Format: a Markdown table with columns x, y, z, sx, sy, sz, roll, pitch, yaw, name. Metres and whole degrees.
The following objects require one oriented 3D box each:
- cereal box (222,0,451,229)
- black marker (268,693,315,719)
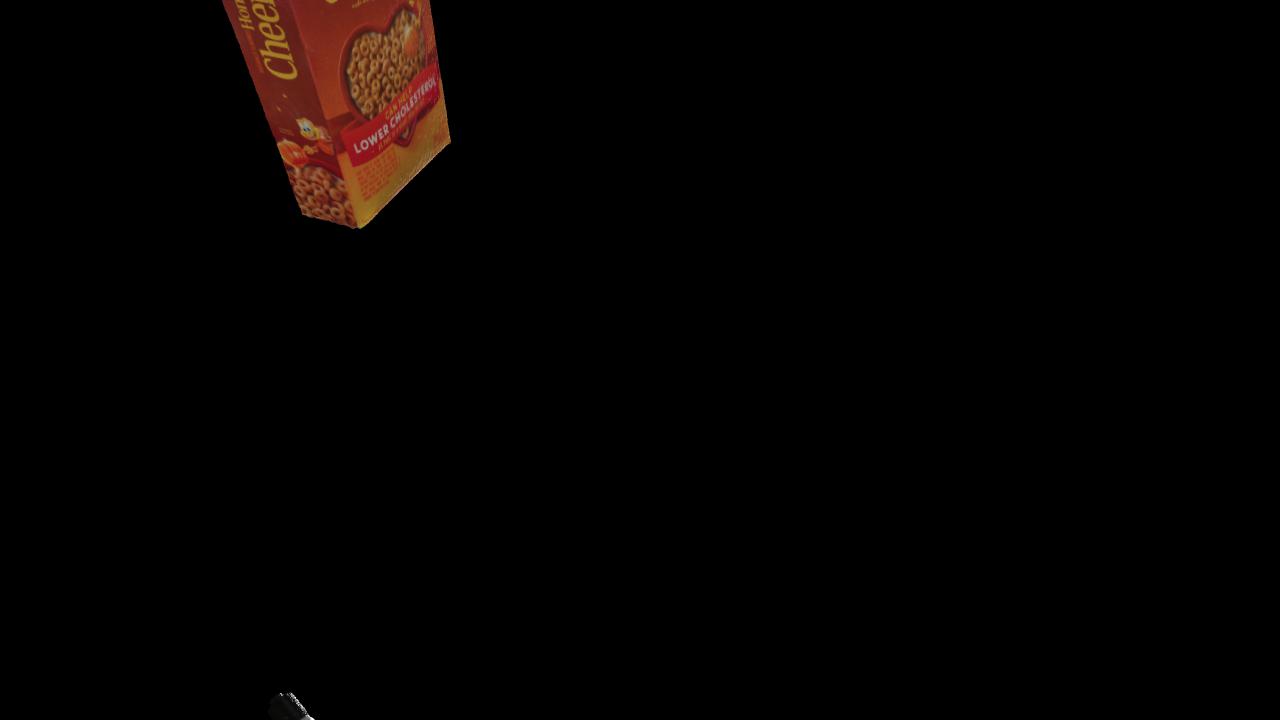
| x | y | z | sx | sy | sz | roll | pitch | yaw | name |
| --- | --- | --- | --- | --- | --- | --- | --- | --- | --- |
| -0.276 | -0.310 | 0.582 | 0.081 | 0.203 | 0.306 | 14 | -43 | 6 | cereal box |
| -0.223 | 0.284 | 0.441 | 0.121 | 0.020 | 0.020 | 35 | 11 | 16 | black marker |
